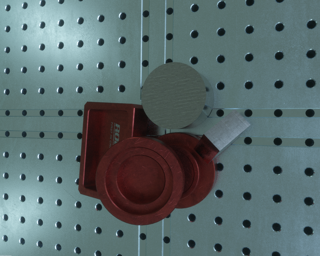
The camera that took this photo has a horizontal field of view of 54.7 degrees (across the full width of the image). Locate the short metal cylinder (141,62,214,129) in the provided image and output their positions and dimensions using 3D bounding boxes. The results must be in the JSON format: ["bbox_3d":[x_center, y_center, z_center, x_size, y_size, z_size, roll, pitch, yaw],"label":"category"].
[{"bbox_3d":[0.023,-0.038,0.390,0.080,0.050,0.079,0,90,19],"label":"short metal cylinder"}]

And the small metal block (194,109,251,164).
[{"bbox_3d":[0.072,0.011,0.363,0.050,0.050,0.025,-37,76,-20],"label":"small metal block"}]

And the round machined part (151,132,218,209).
[{"bbox_3d":[0.021,0.054,0.394,0.098,0.042,0.097,0,90,19],"label":"round machined part"}]

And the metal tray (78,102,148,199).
[{"bbox_3d":[-0.065,0.031,0.420,0.090,0.030,0.129,6,92,34],"label":"metal tray"}]

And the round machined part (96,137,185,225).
[{"bbox_3d":[-0.020,0.058,0.359,0.098,0.042,0.097,0,92,9],"label":"round machined part"}]
